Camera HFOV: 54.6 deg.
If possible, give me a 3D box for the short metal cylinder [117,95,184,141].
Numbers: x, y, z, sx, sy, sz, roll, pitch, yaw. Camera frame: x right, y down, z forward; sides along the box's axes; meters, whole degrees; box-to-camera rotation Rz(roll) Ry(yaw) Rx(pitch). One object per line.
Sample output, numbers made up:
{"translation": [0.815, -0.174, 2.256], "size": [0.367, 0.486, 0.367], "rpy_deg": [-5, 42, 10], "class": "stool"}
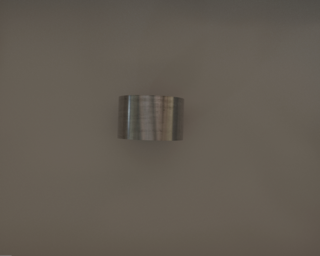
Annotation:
{"translation": [-0.011, -0.011, 0.381], "size": [0.080, 0.080, 0.050], "rpy_deg": [2, 90, 0], "class": "short metal cylinder"}
